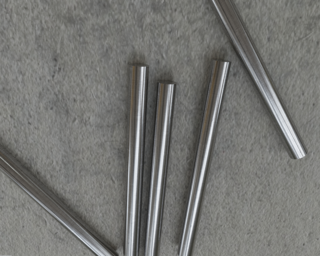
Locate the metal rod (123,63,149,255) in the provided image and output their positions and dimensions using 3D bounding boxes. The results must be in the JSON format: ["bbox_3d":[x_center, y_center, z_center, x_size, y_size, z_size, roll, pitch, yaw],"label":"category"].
[{"bbox_3d":[-0.035,0.062,0.432,0.025,0.025,0.298,3,110,-2],"label":"metal rod"}]

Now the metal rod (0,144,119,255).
[{"bbox_3d":[-0.168,0.097,0.443,0.025,0.025,0.300,-37,106,12],"label":"metal rod"}]

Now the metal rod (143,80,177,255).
[{"bbox_3d":[-0.003,0.082,0.439,0.025,0.025,0.298,4,110,-2],"label":"metal rod"}]

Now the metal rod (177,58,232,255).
[{"bbox_3d":[0.057,0.056,0.431,0.025,0.025,0.298,6,110,-3],"label":"metal rod"}]

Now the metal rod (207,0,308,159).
[{"bbox_3d":[0.111,-0.084,0.380,0.025,0.025,0.299,-30,108,10],"label":"metal rod"}]
